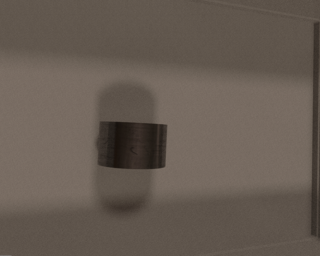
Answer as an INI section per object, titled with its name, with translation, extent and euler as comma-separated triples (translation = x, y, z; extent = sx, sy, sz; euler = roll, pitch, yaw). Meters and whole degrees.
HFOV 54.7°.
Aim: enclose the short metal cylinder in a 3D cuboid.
[short metal cylinder]
translation = -0.032, 0.019, 0.370
extent = 0.081, 0.080, 0.050
euler = 3, 89, -20
